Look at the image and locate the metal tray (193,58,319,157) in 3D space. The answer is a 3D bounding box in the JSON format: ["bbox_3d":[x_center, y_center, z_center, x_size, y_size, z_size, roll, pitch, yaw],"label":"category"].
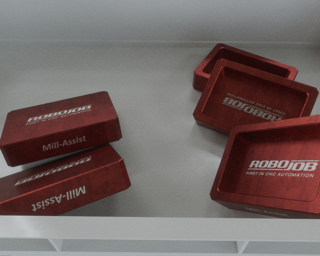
[{"bbox_3d":[0.120,-0.027,0.398,0.130,0.030,0.090,22,82,17],"label":"metal tray"}]

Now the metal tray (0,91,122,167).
[{"bbox_3d":[-0.121,-0.004,0.385,0.131,0.030,0.090,-14,31,-12],"label":"metal tray"}]

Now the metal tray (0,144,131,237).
[{"bbox_3d":[-0.104,0.057,0.320,0.131,0.030,0.090,-18,13,-15],"label":"metal tray"}]

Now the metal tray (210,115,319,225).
[{"bbox_3d":[0.113,0.038,0.299,0.030,0.130,0.090,32,69,-25],"label":"metal tray"}]

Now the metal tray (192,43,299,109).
[{"bbox_3d":[0.126,-0.074,0.464,0.130,0.030,0.090,25,54,19],"label":"metal tray"}]
